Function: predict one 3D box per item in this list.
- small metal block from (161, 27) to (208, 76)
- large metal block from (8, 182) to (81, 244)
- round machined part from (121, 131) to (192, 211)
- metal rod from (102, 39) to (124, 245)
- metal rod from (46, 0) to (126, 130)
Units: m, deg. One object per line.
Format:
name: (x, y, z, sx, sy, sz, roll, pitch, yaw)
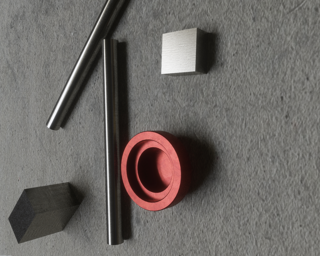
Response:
small metal block: (0.030, -0.091, 0.379, 0.050, 0.025, 0.050, 3, 92, 39)
large metal block: (-0.197, 0.143, 0.529, 0.050, 0.081, 0.080, 51, 120, 27)
round machined part: (0.000, 0.052, 0.392, 0.098, 0.042, 0.097, 0, 90, 39)
metal rod: (-0.070, 0.019, 0.460, 0.025, 0.025, 0.298, -3, 88, 39)
metal rod: (-0.116, -0.114, 0.497, 0.025, 0.025, 0.298, 50, 119, 28)
